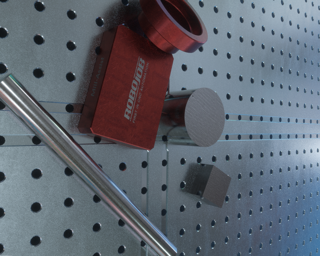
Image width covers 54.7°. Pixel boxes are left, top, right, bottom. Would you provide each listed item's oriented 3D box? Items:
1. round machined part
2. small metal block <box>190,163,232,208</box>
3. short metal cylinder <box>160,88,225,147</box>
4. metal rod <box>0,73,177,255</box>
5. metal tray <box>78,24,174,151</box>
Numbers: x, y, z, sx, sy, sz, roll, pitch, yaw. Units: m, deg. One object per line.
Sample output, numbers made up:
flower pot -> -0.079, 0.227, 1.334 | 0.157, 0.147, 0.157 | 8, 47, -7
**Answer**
round machined part -> 0.011, -0.133, 0.391 | 0.098, 0.042, 0.098 | 31, 40, -29
small metal block -> 0.079, 0.089, 0.479 | 0.050, 0.025, 0.050 | 37, 68, -34
short metal cylinder -> 0.045, -0.014, 0.433 | 0.081, 0.050, 0.079 | 0, 90, -40
metal rod -> -0.067, 0.064, 0.354 | 0.025, 0.025, 0.300 | -52, 121, -27
metal tray -> -0.037, -0.045, 0.377 | 0.091, 0.030, 0.129 | 21, 77, -38
